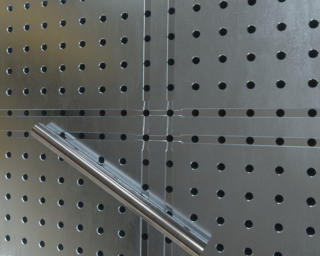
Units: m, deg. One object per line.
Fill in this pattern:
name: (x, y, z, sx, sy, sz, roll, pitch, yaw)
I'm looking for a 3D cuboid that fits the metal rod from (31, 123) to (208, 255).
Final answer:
metal rod: (-0.068, 0.079, 0.436, 0.300, 0.025, 0.025, 32, 101, 17)
